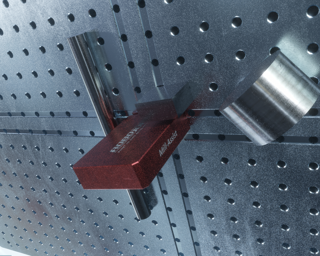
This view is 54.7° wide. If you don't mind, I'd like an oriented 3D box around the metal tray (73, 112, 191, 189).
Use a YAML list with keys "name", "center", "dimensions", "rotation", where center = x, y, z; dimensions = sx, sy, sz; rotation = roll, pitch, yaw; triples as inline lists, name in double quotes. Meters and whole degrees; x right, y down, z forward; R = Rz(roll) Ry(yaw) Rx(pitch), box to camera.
- name: "metal tray"
  center: [-0.029, 0.021, 0.372]
  dimensions: [0.090, 0.131, 0.030]
  rotation: [-7, 115, 31]

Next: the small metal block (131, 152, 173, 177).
- name: "small metal block"
  center: [-0.011, 0.041, 0.426]
  dimensions: [0.025, 0.050, 0.050]
  rotation: [48, 129, -6]

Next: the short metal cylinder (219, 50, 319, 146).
- name: "short metal cylinder"
  center: [0.104, -0.029, 0.303]
  dimensions: [0.050, 0.080, 0.080]
  rotation: [43, 129, -1]

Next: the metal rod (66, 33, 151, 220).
- name: "metal rod"
  center: [-0.067, 0.013, 0.454]
  dimensions: [0.025, 0.025, 0.298]
  rotation: [-3, 117, 29]

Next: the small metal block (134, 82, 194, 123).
- name: "small metal block"
  center: [0.006, -0.031, 0.373]
  dimensions: [0.050, 0.050, 0.025]
  rotation: [-6, 116, 31]
